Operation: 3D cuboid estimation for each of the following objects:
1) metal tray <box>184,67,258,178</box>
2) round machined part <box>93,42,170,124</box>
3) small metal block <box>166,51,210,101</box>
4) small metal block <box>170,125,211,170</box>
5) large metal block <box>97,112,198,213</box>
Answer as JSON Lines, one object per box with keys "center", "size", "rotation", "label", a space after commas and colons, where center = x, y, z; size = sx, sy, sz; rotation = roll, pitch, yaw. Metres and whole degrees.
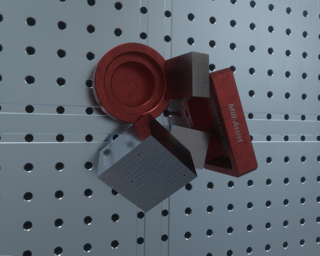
{"center": [0.074, -0.006, 0.407], "size": [0.030, 0.090, 0.129], "rotation": [-19, 97, -19], "label": "metal tray"}
{"center": [-0.036, -0.054, 0.391], "size": [0.099, 0.042, 0.097], "rotation": [0, 90, -21], "label": "round machined part"}
{"center": [0.032, -0.059, 0.368], "size": [0.025, 0.050, 0.050], "rotation": [0, 89, -35], "label": "small metal block"}
{"center": [0.037, 0.026, 0.422], "size": [0.050, 0.025, 0.050], "rotation": [12, 90, -9], "label": "small metal block"}
{"center": [-0.016, 0.042, 0.370], "size": [0.080, 0.050, 0.080], "rotation": [-38, 118, 16], "label": "large metal block"}
